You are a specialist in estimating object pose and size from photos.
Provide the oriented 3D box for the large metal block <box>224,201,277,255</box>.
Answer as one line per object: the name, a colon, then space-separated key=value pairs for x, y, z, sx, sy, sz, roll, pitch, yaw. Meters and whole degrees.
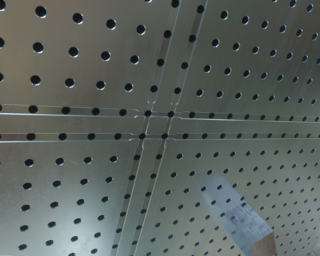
large metal block: x=0.173 y=0.202 z=0.594 sx=0.050 sy=0.080 sz=0.080 roll=-29 pitch=128 yaw=-10
